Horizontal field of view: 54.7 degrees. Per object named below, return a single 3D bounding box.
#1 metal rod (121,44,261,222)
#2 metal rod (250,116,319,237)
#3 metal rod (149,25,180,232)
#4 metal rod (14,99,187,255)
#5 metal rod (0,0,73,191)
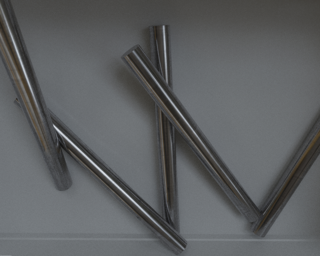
[{"bbox_3d":[0.052,0.022,0.402,0.025,0.025,0.300,-34,114,11],"label":"metal rod"},{"bbox_3d":[0.207,0.028,0.424,0.025,0.025,0.298,22,108,-8],"label":"metal rod"},{"bbox_3d":[0.009,0.018,0.418,0.025,0.025,0.298,-4,110,1],"label":"metal rod"},{"bbox_3d":[-0.073,0.066,0.419,0.025,0.025,0.300,-42,100,13],"label":"metal rod"},{"bbox_3d":[-0.138,-0.026,0.335,0.025,0.025,0.298,0,135,0],"label":"metal rod"}]
